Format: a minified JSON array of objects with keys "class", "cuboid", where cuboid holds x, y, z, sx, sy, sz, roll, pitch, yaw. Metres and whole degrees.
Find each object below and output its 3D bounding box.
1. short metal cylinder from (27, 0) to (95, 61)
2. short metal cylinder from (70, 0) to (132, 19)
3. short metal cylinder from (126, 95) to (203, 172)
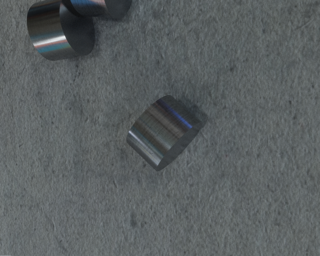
[{"class":"short metal cylinder","cuboid":[-0.133,-0.136,0.425,0.050,0.080,0.080,-5,89,20]},{"class":"short metal cylinder","cuboid":[-0.076,-0.187,0.405,0.050,0.080,0.079,12,94,19]},{"class":"short metal cylinder","cuboid":[0.006,0.007,0.377,0.050,0.080,0.080,43,103,14]}]
